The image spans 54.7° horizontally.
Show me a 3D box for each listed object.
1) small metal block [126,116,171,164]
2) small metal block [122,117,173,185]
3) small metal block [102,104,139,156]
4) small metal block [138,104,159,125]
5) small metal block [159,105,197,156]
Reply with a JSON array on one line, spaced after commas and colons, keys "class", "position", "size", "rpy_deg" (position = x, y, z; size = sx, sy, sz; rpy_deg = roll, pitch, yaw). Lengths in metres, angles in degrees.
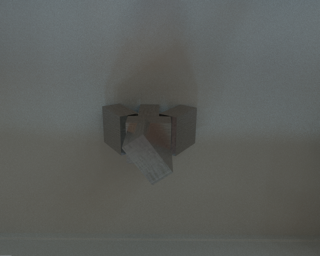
[{"class": "small metal block", "position": [-0.013, 0.014, 0.360], "size": [0.050, 0.025, 0.050], "rpy_deg": [1, 110, -1]}, {"class": "small metal block", "position": [-0.012, 0.023, 0.324], "size": [0.025, 0.050, 0.050], "rpy_deg": [-33, 107, 12]}, {"class": "small metal block", "position": [-0.050, 0.001, 0.393], "size": [0.025, 0.050, 0.050], "rpy_deg": [-12, 114, -32]}, {"class": "small metal block", "position": [-0.014, 0.001, 0.396], "size": [0.025, 0.050, 0.050], "rpy_deg": [1, 110, 0]}, {"class": "small metal block", "position": [0.023, 0.002, 0.394], "size": [0.025, 0.050, 0.050], "rpy_deg": [14, 114, 32]}]
